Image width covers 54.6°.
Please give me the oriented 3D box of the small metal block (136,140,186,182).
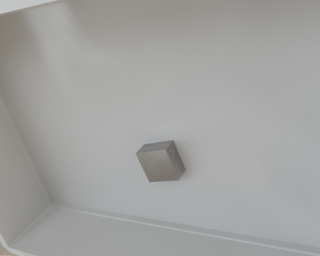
[{"bbox_3d":[0.001,0.048,0.438,0.050,0.025,0.050,-10,113,32],"label":"small metal block"}]
